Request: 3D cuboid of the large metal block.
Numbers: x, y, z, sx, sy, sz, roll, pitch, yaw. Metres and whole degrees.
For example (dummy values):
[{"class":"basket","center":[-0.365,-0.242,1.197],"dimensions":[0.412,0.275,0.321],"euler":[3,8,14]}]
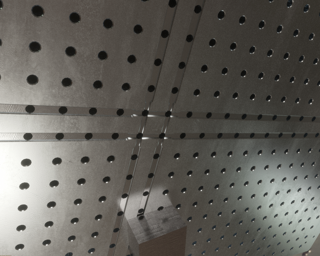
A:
[{"class":"large metal block","center":[-0.005,0.183,0.508],"dimensions":[0.081,0.050,0.079],"euler":[-14,124,-21]}]
